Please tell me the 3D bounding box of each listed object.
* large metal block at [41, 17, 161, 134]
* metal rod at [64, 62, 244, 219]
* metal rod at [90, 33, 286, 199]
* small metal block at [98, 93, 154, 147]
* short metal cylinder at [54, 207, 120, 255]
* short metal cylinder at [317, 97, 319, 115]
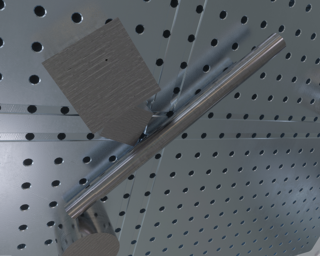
[{"bbox_3d":[-0.058,-0.053,0.315,0.080,0.050,0.080,-34,110,-6],"label":"large metal block"},{"bbox_3d":[-0.004,0.016,0.418,0.300,0.025,0.025,-40,130,-1],"label":"metal rod"},{"bbox_3d":[0.036,-0.016,0.393,0.300,0.025,0.025,-39,130,-1],"label":"metal rod"},{"bbox_3d":[-0.044,-0.010,0.381,0.050,0.025,0.050,21,107,-36],"label":"small metal block"},{"bbox_3d":[-0.104,0.159,0.437,0.081,0.050,0.079,-14,124,-21],"label":"short metal cylinder"},{"bbox_3d":[0.330,-0.044,0.549,0.081,0.050,0.079,-14,124,-21],"label":"short metal cylinder"}]
